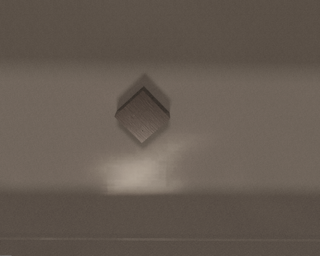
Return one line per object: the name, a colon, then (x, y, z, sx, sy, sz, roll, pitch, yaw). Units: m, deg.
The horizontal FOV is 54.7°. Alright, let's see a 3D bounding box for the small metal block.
small metal block: (-0.022, -0.018, 0.405, 0.050, 0.025, 0.050, -41, 106, 13)
